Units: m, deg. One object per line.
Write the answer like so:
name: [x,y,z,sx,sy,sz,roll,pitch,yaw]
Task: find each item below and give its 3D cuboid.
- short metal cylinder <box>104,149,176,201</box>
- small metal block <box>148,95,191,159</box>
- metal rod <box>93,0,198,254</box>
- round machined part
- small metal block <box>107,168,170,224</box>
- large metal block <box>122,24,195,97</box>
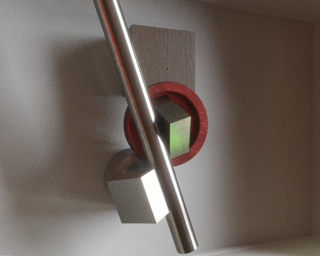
short metal cylinder: [-0.026,0.066,0.388,0.081,0.050,0.079,0,90,-21]
small metal block: [0.009,-0.002,0.349,0.025,0.050,0.050,-20,132,-23]
metal rod: [-0.015,-0.007,0.330,0.025,0.025,0.298,-20,97,-19]
round machined part: [0.004,-0.004,0.371,0.099,0.042,0.097,0,90,-21]
small metal block: [-0.023,0.074,0.333,0.025,0.050,0.050,-26,100,-52]
large metal block: [-0.003,-0.080,0.394,0.081,0.050,0.079,0,90,-21]
